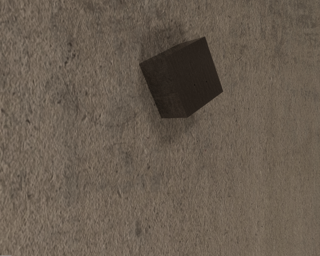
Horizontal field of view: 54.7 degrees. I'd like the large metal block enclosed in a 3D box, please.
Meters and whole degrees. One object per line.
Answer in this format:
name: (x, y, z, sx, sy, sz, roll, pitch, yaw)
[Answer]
large metal block: (0.031, -0.067, 0.416, 0.081, 0.050, 0.080, -35, 112, -35)
